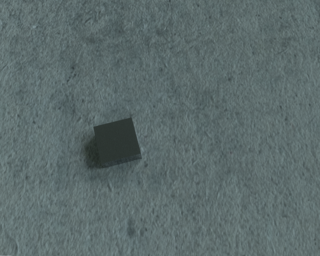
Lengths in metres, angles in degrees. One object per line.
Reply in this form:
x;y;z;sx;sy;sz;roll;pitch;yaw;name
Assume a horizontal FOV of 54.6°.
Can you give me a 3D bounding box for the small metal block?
-0.054;0.019;0.401;0.050;0.025;0.050;-14;71;-5;small metal block
